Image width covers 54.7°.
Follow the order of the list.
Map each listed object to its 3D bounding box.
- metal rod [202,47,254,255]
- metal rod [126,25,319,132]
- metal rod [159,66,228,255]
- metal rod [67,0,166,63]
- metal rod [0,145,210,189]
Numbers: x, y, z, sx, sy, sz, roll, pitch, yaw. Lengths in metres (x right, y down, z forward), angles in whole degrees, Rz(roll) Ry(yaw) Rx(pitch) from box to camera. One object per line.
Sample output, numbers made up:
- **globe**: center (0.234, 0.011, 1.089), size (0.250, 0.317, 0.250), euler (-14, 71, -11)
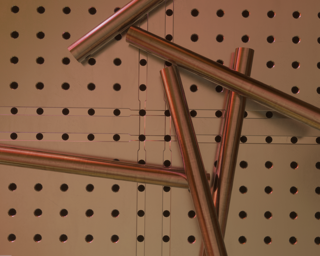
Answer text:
- **metal rod**: center (0.090, 0.043, 0.414), size (0.025, 0.025, 0.298), euler (9, 90, -1)
- **metal rod**: center (0.094, -0.059, 0.390), size (0.301, 0.025, 0.025), euler (27, 90, 9)
- **metal rod**: center (0.047, 0.067, 0.388), size (0.025, 0.025, 0.298), euler (-14, 82, 0)
- **metal rod**: center (0.006, -0.186, 0.413), size (0.301, 0.025, 0.025), euler (-36, 90, -1)
- **metal rod**: center (-0.085, 0.053, 0.412), size (0.302, 0.025, 0.025), euler (8, 90, -1)
